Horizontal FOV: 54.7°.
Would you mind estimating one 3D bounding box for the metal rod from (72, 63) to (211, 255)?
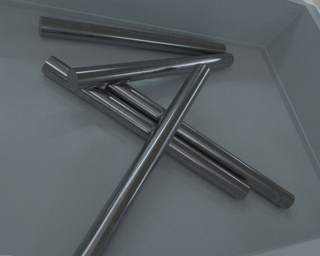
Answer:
[{"bbox_3d":[-0.009,0.028,0.358,0.025,0.025,0.301,36,59,-5],"label":"metal rod"}]

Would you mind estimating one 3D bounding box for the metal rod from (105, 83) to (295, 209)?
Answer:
[{"bbox_3d":[0.058,0.023,0.424,0.301,0.025,0.025,33,51,-7],"label":"metal rod"}]

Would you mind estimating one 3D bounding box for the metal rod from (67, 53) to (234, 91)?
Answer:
[{"bbox_3d":[0.011,-0.087,0.446,0.302,0.025,0.025,-17,71,-41],"label":"metal rod"}]

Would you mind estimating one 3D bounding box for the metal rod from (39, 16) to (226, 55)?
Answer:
[{"bbox_3d":[-0.023,-0.135,0.476,0.303,0.025,0.025,-1,62,-29],"label":"metal rod"}]

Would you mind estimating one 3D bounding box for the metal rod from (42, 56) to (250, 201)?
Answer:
[{"bbox_3d":[-0.013,0.004,0.397,0.301,0.025,0.025,33,51,-7],"label":"metal rod"}]
